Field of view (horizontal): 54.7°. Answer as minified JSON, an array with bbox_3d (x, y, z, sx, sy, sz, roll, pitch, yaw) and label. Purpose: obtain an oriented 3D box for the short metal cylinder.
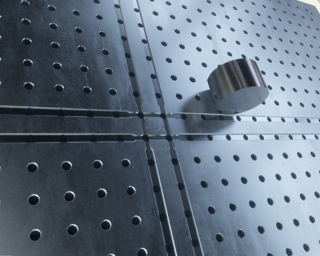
[{"bbox_3d":[0.119,-0.062,0.477,0.081,0.080,0.050,1,62,-28],"label":"short metal cylinder"}]
